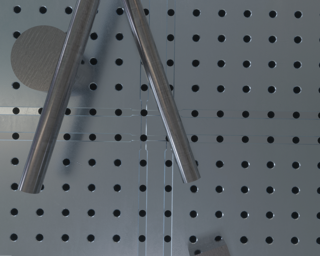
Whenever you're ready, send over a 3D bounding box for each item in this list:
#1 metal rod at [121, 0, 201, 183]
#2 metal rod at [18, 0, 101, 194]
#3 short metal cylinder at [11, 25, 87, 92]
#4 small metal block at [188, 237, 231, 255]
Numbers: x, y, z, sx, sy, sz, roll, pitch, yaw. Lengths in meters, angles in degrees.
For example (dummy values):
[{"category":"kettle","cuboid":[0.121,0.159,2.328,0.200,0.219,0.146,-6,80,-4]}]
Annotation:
[{"category":"metal rod","cuboid":[-0.006,-0.072,0.413,0.025,0.025,0.298,-19,90,0]},{"category":"metal rod","cuboid":[-0.108,-0.070,0.362,0.025,0.025,0.298,17,90,0]},{"category":"short metal cylinder","cuboid":[-0.140,-0.085,0.400,0.081,0.050,0.079,0,90,0]},{"category":"small metal block","cuboid":[0.071,0.183,0.414,0.050,0.025,0.050,-19,90,0]}]
